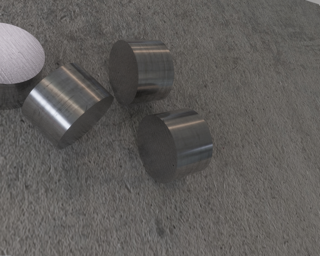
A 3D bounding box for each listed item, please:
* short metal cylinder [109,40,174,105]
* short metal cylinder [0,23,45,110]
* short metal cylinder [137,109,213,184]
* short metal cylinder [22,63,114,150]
[{"bbox_3d":[-0.026,-0.072,0.399,0.050,0.080,0.080,-11,67,-33],"label":"short metal cylinder"},{"bbox_3d":[-0.171,-0.066,0.336,0.081,0.050,0.080,14,56,-21],"label":"short metal cylinder"},{"bbox_3d":[0.015,0.020,0.365,0.050,0.080,0.080,-13,68,-33],"label":"short metal cylinder"},{"bbox_3d":[-0.096,-0.023,0.331,0.050,0.080,0.080,44,51,2],"label":"short metal cylinder"}]
